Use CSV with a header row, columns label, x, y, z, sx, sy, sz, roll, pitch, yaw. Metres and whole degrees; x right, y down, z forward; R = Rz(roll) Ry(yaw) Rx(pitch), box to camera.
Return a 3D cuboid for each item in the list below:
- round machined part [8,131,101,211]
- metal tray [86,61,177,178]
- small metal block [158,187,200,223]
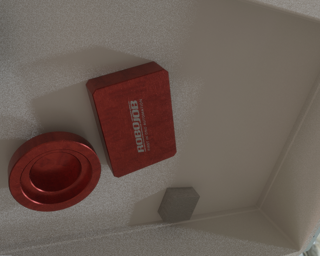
label,x,y,z,sx,sy,sz,roll,pitch,yaw
round machined part,-0.122,0.046,0.360,0.099,0.042,0.097,-14,125,-21
metal tray,-0.030,-0.008,0.385,0.091,0.030,0.129,-20,126,-17
small metal block,0.030,0.124,0.504,0.050,0.025,0.050,5,116,-31
